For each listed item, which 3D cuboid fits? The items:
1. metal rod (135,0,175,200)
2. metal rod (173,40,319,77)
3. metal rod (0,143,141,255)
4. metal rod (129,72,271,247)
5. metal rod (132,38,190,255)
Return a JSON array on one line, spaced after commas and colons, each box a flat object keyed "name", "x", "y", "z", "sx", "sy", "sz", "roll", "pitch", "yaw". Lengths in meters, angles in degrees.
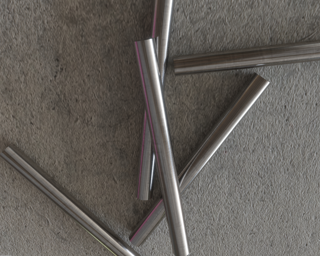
[{"name": "metal rod", "x": -0.007, "y": -0.042, "z": 0.393, "sx": 0.025, "sy": 0.025, "sz": 0.298, "roll": 6, "pitch": 110, "yaw": -2}, {"name": "metal rod", "x": 0.167, "y": -0.092, "z": 0.377, "sx": 0.302, "sy": 0.025, "sz": 0.025, "roll": -6, "pitch": 110, "yaw": 2}, {"name": "metal rod", "x": -0.110, "y": 0.134, "z": 0.458, "sx": 0.025, "sy": 0.025, "sz": 0.300, "roll": -39, "pitch": 106, "yaw": 13}, {"name": "metal rod", "x": 0.046, "y": 0.054, "z": 0.429, "sx": 0.025, "sy": 0.025, "sz": 0.299, "roll": 32, "pitch": 107, "yaw": -11}, {"name": "metal rod", "x": 0.006, "y": 0.039, "z": 0.396, "sx": 0.025, "sy": 0.025, "sz": 0.298, "roll": -9, "pitch": 110, "yaw": 3}]
